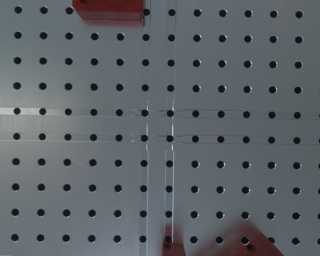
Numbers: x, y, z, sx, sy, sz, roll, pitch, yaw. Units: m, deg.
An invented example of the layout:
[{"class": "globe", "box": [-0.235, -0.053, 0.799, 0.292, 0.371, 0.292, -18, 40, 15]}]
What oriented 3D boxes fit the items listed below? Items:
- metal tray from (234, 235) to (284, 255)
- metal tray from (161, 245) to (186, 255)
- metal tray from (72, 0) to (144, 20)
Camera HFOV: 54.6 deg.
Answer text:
[{"class": "metal tray", "box": [0.098, 0.196, 0.381, 0.130, 0.090, 0.030, -36, 90, 0]}, {"class": "metal tray", "box": [0.011, 0.224, 0.381, 0.030, 0.090, 0.129, 6, 90, 0]}, {"class": "metal tray", "box": [-0.065, -0.213, 0.410, 0.090, 0.030, 0.129, 2, 90, 0]}]
